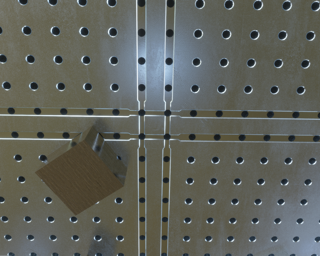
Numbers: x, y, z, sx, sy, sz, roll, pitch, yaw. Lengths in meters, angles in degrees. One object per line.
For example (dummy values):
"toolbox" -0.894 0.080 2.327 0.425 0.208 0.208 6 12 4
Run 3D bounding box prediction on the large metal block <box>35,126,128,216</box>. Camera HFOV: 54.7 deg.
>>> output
"large metal block" -0.103 0.057 0.420 0.080 0.050 0.080 -33 107 11
